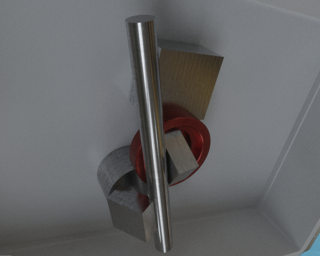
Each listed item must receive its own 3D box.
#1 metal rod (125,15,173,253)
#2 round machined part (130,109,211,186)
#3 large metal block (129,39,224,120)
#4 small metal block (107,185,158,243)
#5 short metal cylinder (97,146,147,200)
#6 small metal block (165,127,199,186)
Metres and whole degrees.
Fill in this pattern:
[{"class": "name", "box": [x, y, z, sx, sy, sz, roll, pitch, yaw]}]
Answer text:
[{"class": "metal rod", "box": [-0.005, 0.034, 0.336, 0.025, 0.025, 0.298, -18, 126, -19]}, {"class": "round machined part", "box": [0.009, 0.021, 0.377, 0.099, 0.042, 0.097, -14, 125, -21]}, {"class": "large metal block", "box": [0.017, -0.057, 0.365, 0.081, 0.050, 0.079, 0, 119, -29]}, {"class": "small metal block", "box": [-0.032, 0.102, 0.370, 0.025, 0.050, 0.050, -44, 139, -44]}, {"class": "short metal cylinder", "box": [-0.038, 0.071, 0.416, 0.081, 0.050, 0.079, -14, 125, -21]}, {"class": "small metal block", "box": [0.015, 0.034, 0.359, 0.025, 0.050, 0.050, -19, 161, -22]}]
